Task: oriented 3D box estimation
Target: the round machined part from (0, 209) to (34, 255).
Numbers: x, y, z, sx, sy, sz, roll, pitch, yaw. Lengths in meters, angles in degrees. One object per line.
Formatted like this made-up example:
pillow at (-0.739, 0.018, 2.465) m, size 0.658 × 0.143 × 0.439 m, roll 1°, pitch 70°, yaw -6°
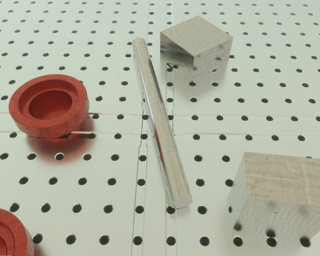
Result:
round machined part at (-0.168, 0.128, 0.288) m, size 0.099 × 0.042 × 0.098 m, roll 0°, pitch 50°, yaw 0°

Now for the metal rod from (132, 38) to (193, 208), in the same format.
metal rod at (-0.006, -0.030, 0.432) m, size 0.025 × 0.025 × 0.300 m, roll -9°, pitch 51°, yaw -7°

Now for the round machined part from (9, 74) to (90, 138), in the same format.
round machined part at (-0.144, -0.025, 0.416) m, size 0.099 × 0.042 × 0.098 m, roll 0°, pitch 50°, yaw 0°

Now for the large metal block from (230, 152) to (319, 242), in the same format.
large metal block at (0.119, 0.071, 0.313) m, size 0.080 × 0.080 × 0.050 m, roll 5°, pitch 50°, yaw 4°

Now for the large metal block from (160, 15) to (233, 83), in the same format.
large metal block at (0.057, -0.130, 0.501) m, size 0.081 × 0.050 × 0.080 m, roll -30°, pitch 57°, yaw -23°
